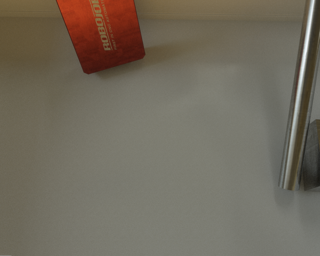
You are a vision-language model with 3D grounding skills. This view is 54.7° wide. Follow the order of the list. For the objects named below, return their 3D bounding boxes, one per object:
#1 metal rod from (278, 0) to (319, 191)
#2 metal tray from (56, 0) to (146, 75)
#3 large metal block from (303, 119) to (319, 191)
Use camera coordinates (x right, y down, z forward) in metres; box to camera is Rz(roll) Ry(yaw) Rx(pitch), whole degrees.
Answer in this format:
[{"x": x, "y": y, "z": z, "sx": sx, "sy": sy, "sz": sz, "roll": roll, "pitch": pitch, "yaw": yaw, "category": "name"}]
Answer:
[{"x": 0.178, "y": -0.073, "z": 0.375, "sx": 0.025, "sy": 0.025, "sz": 0.298, "roll": 7, "pitch": 95, "yaw": 2, "category": "metal rod"}, {"x": -0.077, "y": -0.142, "z": 0.405, "sx": 0.091, "sy": 0.129, "sz": 0.030, "roll": -18, "pitch": 44, "yaw": -7, "category": "metal tray"}, {"x": 0.227, "y": 0.037, "z": 0.386, "sx": 0.081, "sy": 0.050, "sz": 0.080, "roll": 3, "pitch": 70, "yaw": 1, "category": "large metal block"}]
